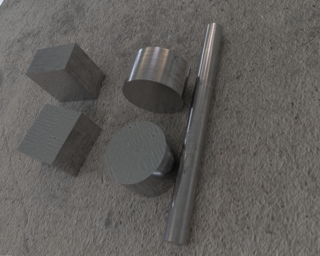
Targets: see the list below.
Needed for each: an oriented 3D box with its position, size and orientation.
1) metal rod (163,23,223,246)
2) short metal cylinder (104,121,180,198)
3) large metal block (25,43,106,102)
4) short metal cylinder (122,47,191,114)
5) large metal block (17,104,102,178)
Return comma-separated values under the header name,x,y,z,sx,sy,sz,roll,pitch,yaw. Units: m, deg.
name,x,y,z,sx,sy,sz,roll,pitch,yaw
metal rod,0.047,-0.012,0.386,0.025,0.025,0.300,-1,61,28
short metal cylinder,-0.019,0.038,0.375,0.080,0.050,0.080,-13,56,21
large metal block,-0.149,-0.086,0.500,0.080,0.080,0.050,-1,61,27
short metal cylinder,-0.004,-0.061,0.408,0.080,0.080,0.050,1,62,28
large metal block,-0.146,0.017,0.454,0.080,0.050,0.080,13,69,33
